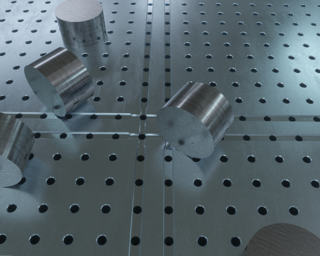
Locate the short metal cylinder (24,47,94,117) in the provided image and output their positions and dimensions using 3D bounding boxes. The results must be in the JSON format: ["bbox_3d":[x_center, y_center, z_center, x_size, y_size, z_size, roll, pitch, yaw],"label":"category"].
[{"bbox_3d":[-0.137,-0.062,0.423,0.080,0.080,0.050,32,57,24],"label":"short metal cylinder"}]

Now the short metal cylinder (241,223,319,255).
[{"bbox_3d":[0.112,0.135,0.280,0.081,0.050,0.080,0,50,0],"label":"short metal cylinder"}]

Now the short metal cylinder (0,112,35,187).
[{"bbox_3d":[-0.190,0.025,0.348,0.081,0.080,0.050,1,50,0],"label":"short metal cylinder"}]

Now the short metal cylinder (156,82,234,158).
[{"bbox_3d":[0.043,-0.009,0.380,0.080,0.080,0.050,28,56,21],"label":"short metal cylinder"}]

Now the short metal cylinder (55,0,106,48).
[{"bbox_3d":[-0.138,-0.187,0.546,0.081,0.050,0.080,0,50,0],"label":"short metal cylinder"}]
